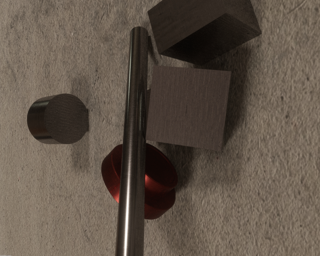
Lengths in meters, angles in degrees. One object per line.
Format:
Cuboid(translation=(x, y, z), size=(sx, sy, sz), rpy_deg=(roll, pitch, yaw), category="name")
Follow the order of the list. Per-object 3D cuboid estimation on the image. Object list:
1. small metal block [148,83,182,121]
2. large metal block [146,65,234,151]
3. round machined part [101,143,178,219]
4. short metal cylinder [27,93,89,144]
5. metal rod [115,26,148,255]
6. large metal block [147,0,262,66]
Cuboid(translation=(0.001, -0.027, 0.402), size=(0.050, 0.025, 0.050), rpy_deg=(-22, 76, 37), category="small metal block")
Cuboid(translation=(0.034, -0.023, 0.341), size=(0.080, 0.050, 0.079), rpy_deg=(8, 95, 16), category="large metal block")
Cuboid(translation=(-0.017, 0.055, 0.370), size=(0.042, 0.099, 0.098), rpy_deg=(-46, 63, 22), category="round machined part")
Cuboid(translation=(-0.164, -0.014, 0.501), size=(0.050, 0.081, 0.079), rpy_deg=(-3, 88, 39), category="short metal cylinder")
Cuboid(translation=(-0.028, -0.005, 0.348), size=(0.025, 0.025, 0.299), rpy_deg=(-28, 48, 36), category="metal rod")
Cuboid(translation=(0.048, -0.112, 0.328), size=(0.080, 0.081, 0.050), rpy_deg=(-23, 76, 37), category="large metal block")
